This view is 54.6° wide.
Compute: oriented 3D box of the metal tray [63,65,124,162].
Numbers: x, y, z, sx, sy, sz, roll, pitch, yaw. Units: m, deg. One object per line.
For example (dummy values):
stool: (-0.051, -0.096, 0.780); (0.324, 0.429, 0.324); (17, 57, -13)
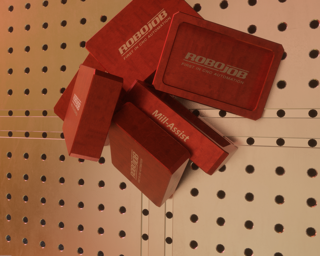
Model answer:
metal tray: (-0.084, -0.024, 0.362); (0.030, 0.130, 0.090); (16, 97, -23)

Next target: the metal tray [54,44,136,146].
metal tray: (-0.081, -0.048, 0.439); (0.090, 0.030, 0.130); (40, 103, 14)

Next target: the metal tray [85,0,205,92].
metal tray: (-0.017, -0.114, 0.397); (0.130, 0.030, 0.090); (-42, 80, 0)

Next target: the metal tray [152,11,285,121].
metal tray: (0.065, -0.070, 0.361); (0.131, 0.030, 0.090); (17, 96, -4)

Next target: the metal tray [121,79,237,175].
metal tray: (0.026, -0.003, 0.368); (0.130, 0.090, 0.030); (40, 103, 15)

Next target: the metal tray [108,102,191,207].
metal tray: (-0.018, 0.037, 0.368); (0.090, 0.129, 0.030); (40, 64, 15)
